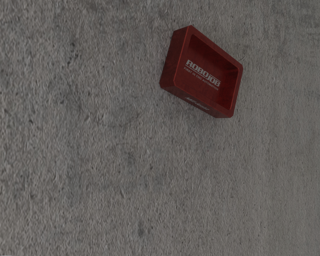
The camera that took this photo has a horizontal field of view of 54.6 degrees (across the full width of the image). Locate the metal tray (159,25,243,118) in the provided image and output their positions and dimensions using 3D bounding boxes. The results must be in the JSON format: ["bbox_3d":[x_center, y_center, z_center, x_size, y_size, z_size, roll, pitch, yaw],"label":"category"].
[{"bbox_3d":[0.066,-0.077,0.454,0.131,0.030,0.090,24,75,-37],"label":"metal tray"}]
